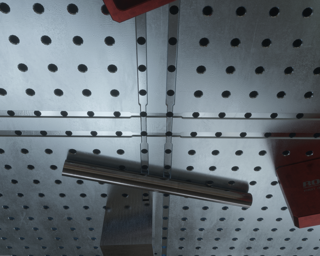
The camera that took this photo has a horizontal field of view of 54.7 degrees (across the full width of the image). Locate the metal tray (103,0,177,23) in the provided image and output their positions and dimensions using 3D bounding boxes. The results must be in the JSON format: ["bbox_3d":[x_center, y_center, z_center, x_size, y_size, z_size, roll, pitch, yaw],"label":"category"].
[{"bbox_3d":[-0.026,-0.168,0.264,0.090,0.030,0.130,-17,128,14],"label":"metal tray"}]

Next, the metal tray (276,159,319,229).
[{"bbox_3d":[0.246,0.085,0.443,0.130,0.090,0.030,-15,129,12],"label":"metal tray"}]

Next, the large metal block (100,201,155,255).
[{"bbox_3d":[-0.051,0.172,0.522,0.080,0.080,0.050,-3,130,2],"label":"large metal block"}]

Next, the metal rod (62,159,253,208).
[{"bbox_3d":[0.003,0.090,0.487,0.302,0.025,0.025,12,129,-11],"label":"metal rod"}]
